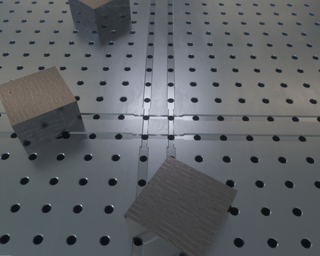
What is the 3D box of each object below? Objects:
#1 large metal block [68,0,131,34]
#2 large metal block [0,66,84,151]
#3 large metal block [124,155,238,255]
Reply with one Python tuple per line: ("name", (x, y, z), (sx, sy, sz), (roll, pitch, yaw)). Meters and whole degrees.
("large metal block", (-0.114, -0.231, 0.585), (0.080, 0.050, 0.080), (37, 59, 26))
("large metal block", (-0.159, -0.028, 0.415), (0.080, 0.050, 0.080), (-25, 55, -20))
("large metal block", (0.022, 0.088, 0.318), (0.080, 0.050, 0.080), (26, 55, 20))
